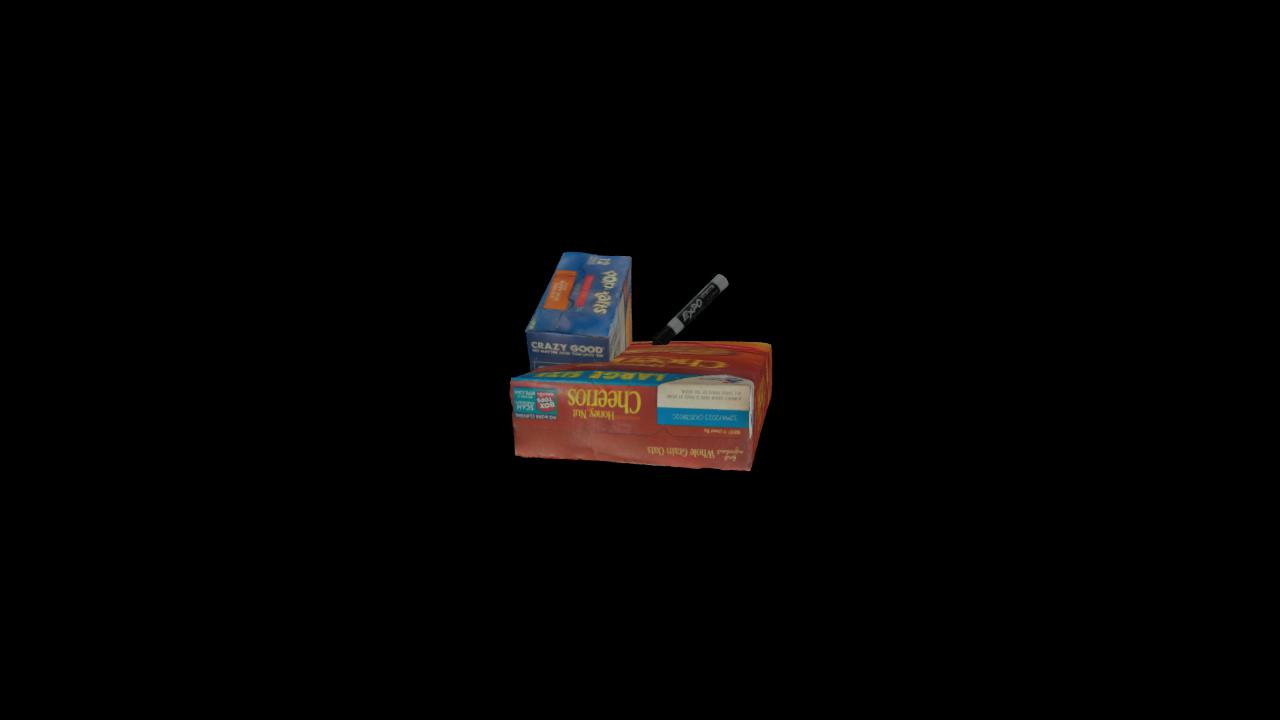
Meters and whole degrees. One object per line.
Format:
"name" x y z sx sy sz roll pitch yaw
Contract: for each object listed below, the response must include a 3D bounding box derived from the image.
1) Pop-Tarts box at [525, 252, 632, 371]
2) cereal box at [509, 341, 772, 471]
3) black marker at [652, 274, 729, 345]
"Pop-Tarts box" -0.057 -0.015 0.660 0.083 0.141 0.167 4 36 5
"cereal box" 0.027 0.031 0.631 0.203 0.081 0.306 1 7 15
"black marker" 0.057 -0.055 0.715 0.121 0.020 0.020 -44 16 -17
